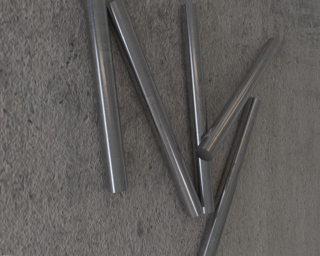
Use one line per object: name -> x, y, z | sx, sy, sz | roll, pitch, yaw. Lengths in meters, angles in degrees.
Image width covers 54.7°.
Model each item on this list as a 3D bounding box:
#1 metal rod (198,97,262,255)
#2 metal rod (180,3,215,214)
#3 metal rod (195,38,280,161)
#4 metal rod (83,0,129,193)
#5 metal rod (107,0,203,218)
metal rod -> 0.112, 0.085, 0.498 | 0.025, 0.025, 0.300 | 35, 69, -35
metal rod -> 0.055, -0.025, 0.450 | 0.025, 0.025, 0.298 | -9, 96, -40
metal rod -> 0.136, -0.062, 0.499 | 0.301, 0.025, 0.025 | -51, 121, -34
metal rod -> -0.065, -0.076, 0.349 | 0.025, 0.025, 0.298 | -11, 97, -40
metal rod -> -0.002, -0.012, 0.402 | 0.025, 0.025, 0.299 | -34, 111, -35
